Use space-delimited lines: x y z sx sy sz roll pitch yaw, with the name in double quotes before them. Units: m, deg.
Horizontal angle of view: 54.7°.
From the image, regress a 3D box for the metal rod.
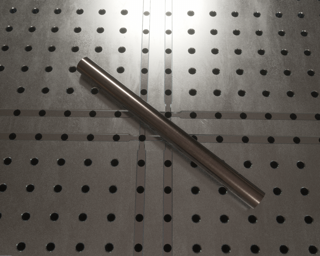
"metal rod" 0.006 -0.001 0.412 0.300 0.025 0.025 38 74 12
